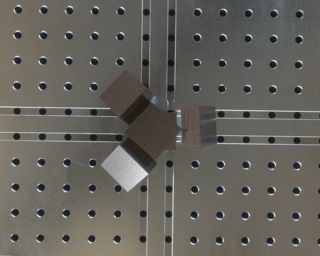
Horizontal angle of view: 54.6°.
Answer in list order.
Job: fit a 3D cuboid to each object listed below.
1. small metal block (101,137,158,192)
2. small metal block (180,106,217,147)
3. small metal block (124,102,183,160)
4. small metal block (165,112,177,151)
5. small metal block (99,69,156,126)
[{"bbox_3d":[-0.040,0.047,0.400,0.050,0.025,0.050,45,127,0],"label":"small metal block"},{"bbox_3d":[0.051,-0.002,0.398,0.025,0.050,0.050,-3,90,33],"label":"small metal block"},{"bbox_3d":[-0.008,0.004,0.388,0.050,0.025,0.050,41,89,-1],"label":"small metal block"},{"bbox_3d":[-0.004,0.003,0.413,0.050,0.025,0.050,2,93,0],"label":"small metal block"},{"bbox_3d":[-0.042,-0.040,0.401,0.050,0.025,0.050,-47,54,0],"label":"small metal block"}]
